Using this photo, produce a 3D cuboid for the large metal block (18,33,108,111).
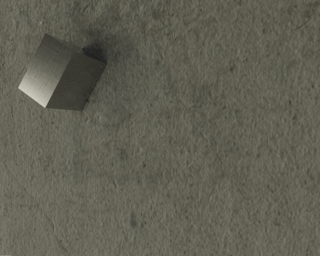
[{"bbox_3d":[-0.130,-0.072,0.424,0.050,0.080,0.080,34,101,16],"label":"large metal block"}]
